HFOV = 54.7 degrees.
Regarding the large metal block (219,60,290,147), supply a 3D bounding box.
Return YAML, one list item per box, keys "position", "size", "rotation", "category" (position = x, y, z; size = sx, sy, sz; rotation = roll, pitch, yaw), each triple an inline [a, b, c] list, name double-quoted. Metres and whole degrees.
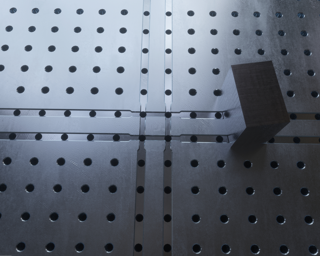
- position: [0.115, -0.027, 0.394]
  size: [0.050, 0.080, 0.080]
  rotation: [-7, 70, -3]
  category: "large metal block"
